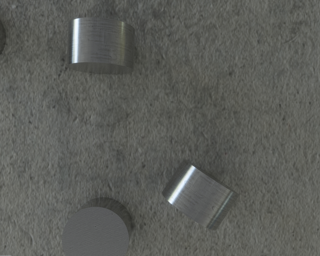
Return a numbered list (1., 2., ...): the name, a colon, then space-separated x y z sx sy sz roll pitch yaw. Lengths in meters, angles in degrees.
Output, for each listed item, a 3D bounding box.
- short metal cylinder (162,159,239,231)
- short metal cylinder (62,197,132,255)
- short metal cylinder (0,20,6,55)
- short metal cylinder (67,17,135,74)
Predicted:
1. short metal cylinder: 0.050 0.081 0.383 0.080 0.080 0.050 33 90 -1
2. short metal cylinder: -0.078 0.134 0.397 0.081 0.050 0.079 0 90 -1
3. short metal cylinder: -0.249 -0.122 0.394 0.081 0.050 0.079 0 90 -1
4. short metal cylinder: -0.072 -0.098 0.382 0.081 0.080 0.050 2 90 -1
